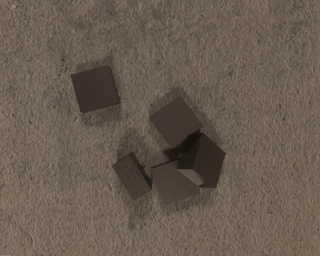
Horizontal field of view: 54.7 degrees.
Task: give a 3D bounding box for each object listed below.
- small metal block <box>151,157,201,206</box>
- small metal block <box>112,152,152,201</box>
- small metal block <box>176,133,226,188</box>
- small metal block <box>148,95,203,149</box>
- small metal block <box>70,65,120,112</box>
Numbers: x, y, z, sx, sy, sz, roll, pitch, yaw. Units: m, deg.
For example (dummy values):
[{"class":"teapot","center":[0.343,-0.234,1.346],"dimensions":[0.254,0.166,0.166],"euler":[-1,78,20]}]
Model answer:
[{"class":"small metal block","center":[0.020,0.068,0.410],"dimensions":[0.050,0.025,0.050],"euler":[-19,90,-1]},{"class":"small metal block","center":[-0.034,0.060,0.397],"dimensions":[0.025,0.050,0.050],"euler":[-32,90,0]},{"class":"small metal block","center":[0.053,0.042,0.390],"dimensions":[0.050,0.025,0.050],"euler":[40,58,-32]},{"class":"small metal block","center":[0.020,-0.008,0.410],"dimensions":[0.050,0.025,0.050],"euler":[-36,90,0]},{"class":"small metal block","center":[-0.084,-0.051,0.409],"dimensions":[0.050,0.025,0.050],"euler":[-15,90,-1]}]
